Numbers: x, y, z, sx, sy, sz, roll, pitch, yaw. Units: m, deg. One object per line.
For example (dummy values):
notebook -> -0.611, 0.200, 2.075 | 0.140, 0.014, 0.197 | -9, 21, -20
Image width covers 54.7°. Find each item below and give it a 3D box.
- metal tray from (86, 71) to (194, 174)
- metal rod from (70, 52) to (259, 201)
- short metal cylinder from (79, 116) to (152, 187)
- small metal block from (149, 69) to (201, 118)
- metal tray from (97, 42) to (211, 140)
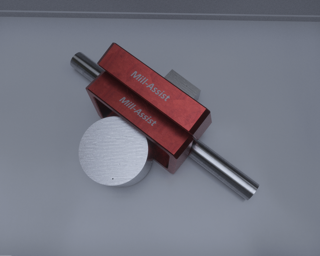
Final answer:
metal tray -> -0.024, -0.003, 0.375 | 0.130, 0.090, 0.030 | 37, 74, 12
metal rod -> -0.002, -0.009, 0.413 | 0.300, 0.025, 0.025 | 37, 74, 12
short metal cylinder -> -0.051, 0.031, 0.377 | 0.080, 0.050, 0.080 | -1, 77, 5
small metal block -> 0.019, -0.044, 0.424 | 0.050, 0.025, 0.050 | 39, 74, 12
metal tray -> -0.002, -0.039, 0.361 | 0.130, 0.090, 0.030 | 37, 91, 12
